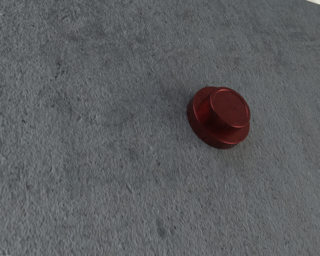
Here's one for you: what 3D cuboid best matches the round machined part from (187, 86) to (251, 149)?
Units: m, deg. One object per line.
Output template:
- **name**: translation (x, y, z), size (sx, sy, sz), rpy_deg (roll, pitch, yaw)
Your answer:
- **round machined part**: translation (0.092, -0.021, 0.455), size (0.099, 0.042, 0.098), rpy_deg (13, 56, -21)
